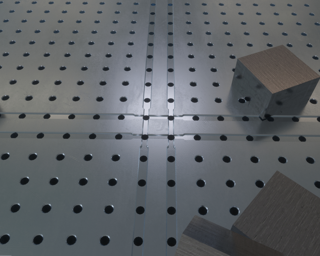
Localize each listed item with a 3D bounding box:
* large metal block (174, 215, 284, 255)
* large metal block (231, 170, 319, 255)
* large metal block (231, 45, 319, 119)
[{"bbox_3d":[0.048,0.131,0.255,0.080,0.050,0.080,20,97,16],"label":"large metal block"},{"bbox_3d":[0.124,0.103,0.305,0.080,0.050,0.080,36,58,26],"label":"large metal block"},{"bbox_3d":[0.164,-0.069,0.450,0.081,0.050,0.080,-19,53,-16],"label":"large metal block"}]
